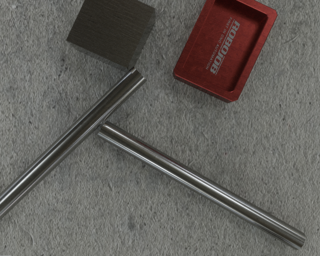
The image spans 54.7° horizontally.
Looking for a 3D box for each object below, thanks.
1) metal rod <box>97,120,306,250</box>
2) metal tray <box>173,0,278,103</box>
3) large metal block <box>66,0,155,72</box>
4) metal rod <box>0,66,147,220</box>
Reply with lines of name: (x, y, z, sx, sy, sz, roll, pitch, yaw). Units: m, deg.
metal rod: (0.055, 0.076, 0.410, 0.301, 0.025, 0.025, 30, 90, -1)
metal tray: (0.084, -0.109, 0.408, 0.090, 0.030, 0.129, 25, 90, -1)
large metal block: (-0.059, -0.125, 0.397, 0.080, 0.050, 0.080, 25, 90, -1)
metal rod: (-0.134, 0.034, 0.398, 0.300, 0.025, 0.025, -43, 91, 3)
